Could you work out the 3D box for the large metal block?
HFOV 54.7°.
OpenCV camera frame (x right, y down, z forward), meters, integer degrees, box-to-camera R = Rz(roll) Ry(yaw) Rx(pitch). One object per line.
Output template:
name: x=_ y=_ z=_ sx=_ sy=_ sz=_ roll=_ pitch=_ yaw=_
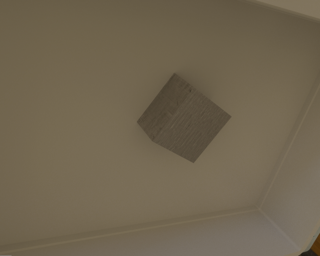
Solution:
large metal block: x=0.032 y=-0.011 z=0.404 sx=0.080 sy=0.050 sz=0.080 roll=31 pitch=101 yaw=-38
